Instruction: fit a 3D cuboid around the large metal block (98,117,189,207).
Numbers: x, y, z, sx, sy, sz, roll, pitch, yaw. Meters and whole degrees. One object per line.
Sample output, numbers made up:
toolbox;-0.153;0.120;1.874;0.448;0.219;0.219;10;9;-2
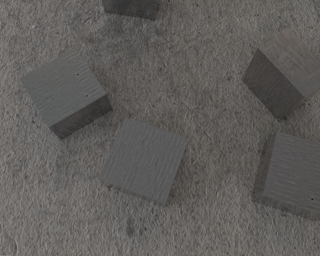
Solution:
large metal block;-0.018;0.043;0.379;0.080;0.050;0.080;19;71;6

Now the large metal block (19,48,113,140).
large metal block;-0.121;-0.044;0.410;0.080;0.050;0.080;-32;73;-11

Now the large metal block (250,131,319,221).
large metal block;0.164;0.059;0.374;0.080;0.050;0.080;17;71;6

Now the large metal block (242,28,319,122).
large metal block;0.161;-0.066;0.404;0.050;0.080;0.080;-33;74;-11

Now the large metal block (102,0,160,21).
large metal block;-0.042;-0.211;0.456;0.080;0.080;0.050;10;71;4
